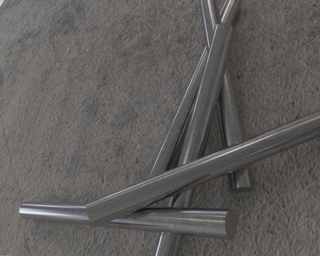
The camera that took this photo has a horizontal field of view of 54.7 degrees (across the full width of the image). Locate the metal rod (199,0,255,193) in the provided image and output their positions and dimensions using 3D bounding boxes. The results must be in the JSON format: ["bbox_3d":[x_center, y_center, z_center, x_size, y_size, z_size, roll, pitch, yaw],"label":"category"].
[{"bbox_3d":[0.075,-0.071,0.384,0.025,0.025,0.299,-14,63,20],"label":"metal rod"}]

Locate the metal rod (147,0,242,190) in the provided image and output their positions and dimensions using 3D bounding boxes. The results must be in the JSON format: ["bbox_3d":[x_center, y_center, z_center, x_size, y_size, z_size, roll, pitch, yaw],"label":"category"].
[{"bbox_3d":[0.052,-0.060,0.413,0.025,0.025,0.300,11,67,33],"label":"metal rod"}]

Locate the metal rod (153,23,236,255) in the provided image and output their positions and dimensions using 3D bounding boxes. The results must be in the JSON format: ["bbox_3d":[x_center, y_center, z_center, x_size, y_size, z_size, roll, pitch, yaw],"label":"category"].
[{"bbox_3d":[0.037,0.023,0.338,0.025,0.025,0.299,8,76,32],"label":"metal rod"}]

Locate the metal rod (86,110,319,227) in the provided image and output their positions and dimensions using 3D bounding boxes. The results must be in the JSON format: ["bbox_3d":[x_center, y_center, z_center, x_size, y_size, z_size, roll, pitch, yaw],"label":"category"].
[{"bbox_3d":[0.073,0.029,0.306,0.301,0.025,0.025,-22,53,-1],"label":"metal rod"}]

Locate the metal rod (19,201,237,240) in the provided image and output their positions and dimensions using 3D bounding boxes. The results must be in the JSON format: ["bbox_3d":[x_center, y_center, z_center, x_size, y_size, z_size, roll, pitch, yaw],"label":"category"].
[{"bbox_3d":[-0.062,0.098,0.345,0.300,0.025,0.025,-8,58,35],"label":"metal rod"}]
